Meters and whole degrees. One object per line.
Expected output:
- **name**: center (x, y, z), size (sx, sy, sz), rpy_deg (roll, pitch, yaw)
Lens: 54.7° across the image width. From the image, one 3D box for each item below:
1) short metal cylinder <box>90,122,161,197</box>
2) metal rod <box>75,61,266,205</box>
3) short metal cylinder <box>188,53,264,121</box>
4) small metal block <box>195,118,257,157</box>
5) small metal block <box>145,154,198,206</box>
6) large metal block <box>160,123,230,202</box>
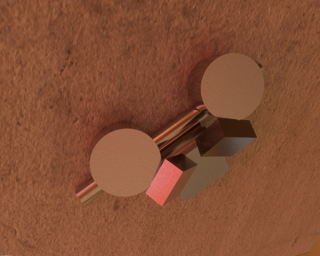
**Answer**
- **short metal cylinder**: center (-0.043, 0.036, 0.374), size (0.081, 0.050, 0.079), rpy_deg (-2, 100, -13)
- **metal rod**: center (0.018, 0.004, 0.421), size (0.301, 0.025, 0.025), rpy_deg (-36, 129, -5)
- **short metal cylinder**: center (0.081, -0.051, 0.387), size (0.081, 0.050, 0.079), rpy_deg (-2, 100, -12)
- **small metal block**: center (0.080, 0.013, 0.381), size (0.050, 0.025, 0.050), rpy_deg (2, 148, -30)
- **small metal block**: center (0.015, 0.061, 0.376), size (0.050, 0.025, 0.050), rpy_deg (-61, 159, 16)
- **large metal block**: center (0.043, 0.046, 0.444), size (0.080, 0.050, 0.080), rpy_deg (-36, 130, -5)
